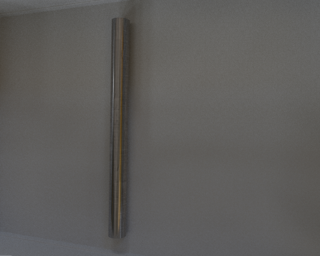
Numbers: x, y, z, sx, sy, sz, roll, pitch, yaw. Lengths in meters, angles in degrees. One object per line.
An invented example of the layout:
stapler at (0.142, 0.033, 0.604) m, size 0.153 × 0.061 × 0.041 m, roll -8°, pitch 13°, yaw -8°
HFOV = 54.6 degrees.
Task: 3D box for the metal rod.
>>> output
metal rod at (-0.057, 0.000, 0.431) m, size 0.025 × 0.025 × 0.298 m, roll 1°, pitch 90°, yaw 20°
